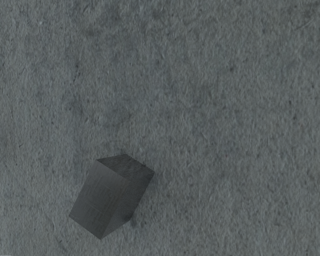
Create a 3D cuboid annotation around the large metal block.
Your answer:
[{"bbox_3d":[-0.059,0.084,0.399,0.050,0.080,0.080,30,100,17],"label":"large metal block"}]
